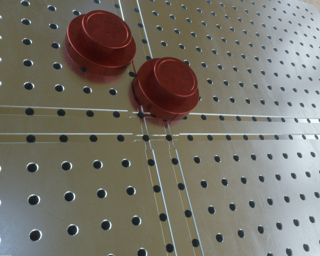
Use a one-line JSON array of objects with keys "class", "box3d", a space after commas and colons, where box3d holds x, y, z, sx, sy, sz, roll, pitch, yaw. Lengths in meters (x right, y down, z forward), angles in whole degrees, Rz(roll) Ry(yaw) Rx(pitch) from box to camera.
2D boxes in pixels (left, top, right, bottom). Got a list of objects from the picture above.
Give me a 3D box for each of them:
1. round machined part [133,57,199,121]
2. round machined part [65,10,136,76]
[{"class": "round machined part", "box3d": [0.015, -0.063, 0.445, 0.099, 0.042, 0.098, 14, 56, -21]}, {"class": "round machined part", "box3d": [-0.079, -0.125, 0.432, 0.099, 0.042, 0.098, 14, 56, -21]}]
